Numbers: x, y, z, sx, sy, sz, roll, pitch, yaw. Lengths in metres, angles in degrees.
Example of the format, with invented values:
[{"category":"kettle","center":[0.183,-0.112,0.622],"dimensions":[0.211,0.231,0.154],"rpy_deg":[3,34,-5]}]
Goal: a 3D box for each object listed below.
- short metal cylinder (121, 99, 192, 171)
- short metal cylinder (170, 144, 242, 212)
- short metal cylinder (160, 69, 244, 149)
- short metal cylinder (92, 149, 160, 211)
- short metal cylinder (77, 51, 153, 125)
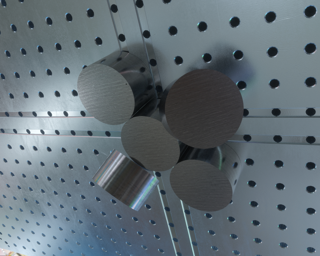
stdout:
[{"category":"short metal cylinder","center":[-0.003,0.009,0.400],"dimensions":[0.080,0.050,0.079],"rpy_deg":[13,124,20]},{"category":"short metal cylinder","center":[0.059,0.060,0.400],"dimensions":[0.080,0.050,0.079],"rpy_deg":[13,124,20]},{"category":"short metal cylinder","center":[0.042,-0.020,0.333],"dimensions":[0.081,0.050,0.079],"rpy_deg":[0,93,-7]},{"category":"short metal cylinder","center":[-0.047,0.073,0.436],"dimensions":[0.080,0.050,0.080],"rpy_deg":[35,171,7]},{"category":"short metal cylinder","center":[-0.056,-0.050,0.391],"dimensions":[0.080,0.050,0.079],"rpy_deg":[13,124,20]}]
